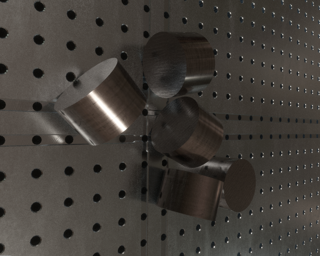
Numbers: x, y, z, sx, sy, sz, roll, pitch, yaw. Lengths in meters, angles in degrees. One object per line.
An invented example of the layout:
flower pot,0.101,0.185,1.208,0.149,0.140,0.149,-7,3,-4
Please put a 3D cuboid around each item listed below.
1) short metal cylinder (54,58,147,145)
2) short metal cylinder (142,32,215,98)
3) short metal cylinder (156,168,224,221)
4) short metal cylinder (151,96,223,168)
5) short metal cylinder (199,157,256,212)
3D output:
short metal cylinder,-0.061,-0.028,0.323,0.050,0.080,0.080,52,59,-28
short metal cylinder,0.022,-0.081,0.394,0.050,0.080,0.079,-14,99,-39
short metal cylinder,0.039,0.087,0.409,0.080,0.080,0.050,24,75,-38
short metal cylinder,0.035,0.006,0.405,0.050,0.080,0.080,33,70,-36
short metal cylinder,0.105,0.086,0.484,0.081,0.050,0.079,0,90,-40
